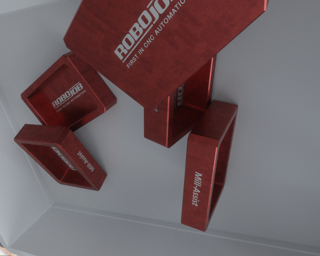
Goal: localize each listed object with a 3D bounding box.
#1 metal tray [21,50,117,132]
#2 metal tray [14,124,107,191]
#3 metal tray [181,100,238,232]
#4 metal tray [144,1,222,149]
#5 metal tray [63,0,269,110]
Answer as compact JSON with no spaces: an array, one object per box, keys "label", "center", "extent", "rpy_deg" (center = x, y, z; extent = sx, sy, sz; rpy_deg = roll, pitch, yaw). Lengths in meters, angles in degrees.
[{"label":"metal tray","center":[-0.135,-0.043,0.450],"extent":[0.130,0.030,0.090],"rpy_deg":[-26,104,37]},{"label":"metal tray","center":[-0.152,0.048,0.486],"extent":[0.090,0.030,0.130],"rpy_deg":[4,142,26]},{"label":"metal tray","center":[0.058,0.044,0.363],"extent":[0.030,0.090,0.129],"rpy_deg":[15,125,20]},{"label":"metal tray","center":[0.023,-0.055,0.317],"extent":[0.030,0.091,0.129],"rpy_deg":[22,128,29]},{"label":"metal tray","center":[-0.003,-0.077,0.215],"extent":[0.090,0.030,0.129],"rpy_deg":[38,139,-13]}]
